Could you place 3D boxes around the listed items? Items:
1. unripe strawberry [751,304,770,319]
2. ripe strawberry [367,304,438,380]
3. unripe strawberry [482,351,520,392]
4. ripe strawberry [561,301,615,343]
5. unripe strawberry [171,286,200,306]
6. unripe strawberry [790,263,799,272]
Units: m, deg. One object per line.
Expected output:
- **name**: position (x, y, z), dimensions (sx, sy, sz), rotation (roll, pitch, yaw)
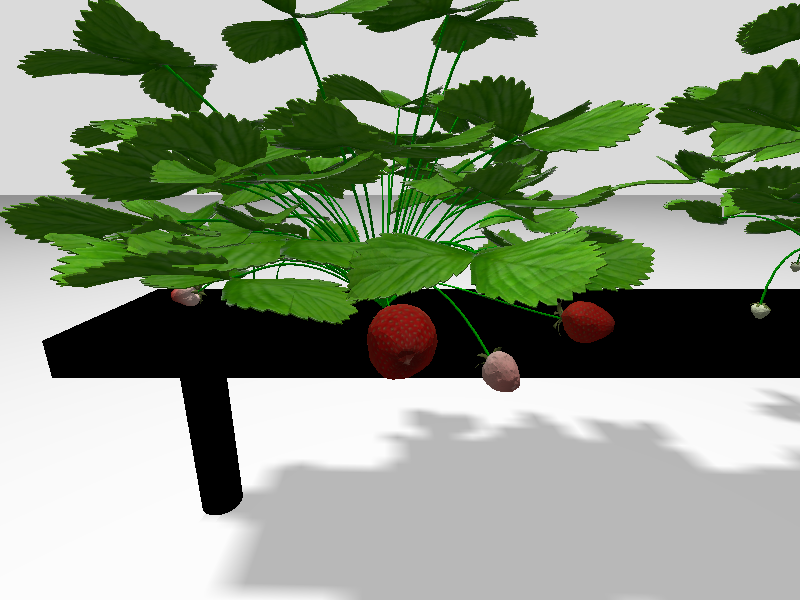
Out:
- **unripe strawberry**: position (0.278, 0.009, 0.310), dimensions (0.010, 0.011, 0.011), rotation (-6, 17, -19)
- **ripe strawberry**: position (0.002, 0.026, 0.233), dimensions (0.042, 0.045, 0.045), rotation (-2, 17, -7)
- **unripe strawberry**: position (0.055, 0.040, 0.216), dimensions (0.020, 0.022, 0.021), rotation (-7, 36, -23)
- **ripe strawberry**: position (0.133, 0.015, 0.283), dimensions (0.034, 0.029, 0.034), rotation (10, 19, 28)
- **unripe strawberry**: position (-0.195, -0.006, 0.366), dimensions (0.025, 0.024, 0.027), rotation (-6, 16, 3)
- **unripe strawberry**: position (0.488, -0.040, 0.493), dimensions (0.010, 0.011, 0.011), rotation (6, 18, 20)
